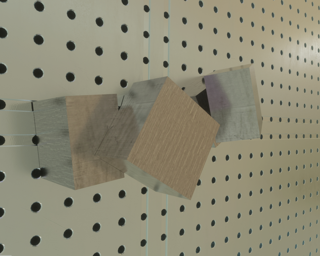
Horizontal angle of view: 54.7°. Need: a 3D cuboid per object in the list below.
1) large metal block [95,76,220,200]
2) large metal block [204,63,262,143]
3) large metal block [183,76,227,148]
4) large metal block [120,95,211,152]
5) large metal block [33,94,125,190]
[{"bbox_3d":[0.001,0.011,0.290,0.080,0.050,0.080,38,67,-33],"label":"large metal block"},{"bbox_3d":[0.094,-0.034,0.385,0.080,0.050,0.079,-37,117,-66],"label":"large metal block"},{"bbox_3d":[0.072,-0.027,0.455,0.080,0.050,0.080,-37,113,-34],"label":"large metal block"},{"bbox_3d":[0.004,-0.005,0.378,0.080,0.080,0.050,24,75,-38],"label":"large metal block"},{"bbox_3d":[-0.082,0.010,0.305,0.050,0.080,0.079,-8,96,-40],"label":"large metal block"}]
